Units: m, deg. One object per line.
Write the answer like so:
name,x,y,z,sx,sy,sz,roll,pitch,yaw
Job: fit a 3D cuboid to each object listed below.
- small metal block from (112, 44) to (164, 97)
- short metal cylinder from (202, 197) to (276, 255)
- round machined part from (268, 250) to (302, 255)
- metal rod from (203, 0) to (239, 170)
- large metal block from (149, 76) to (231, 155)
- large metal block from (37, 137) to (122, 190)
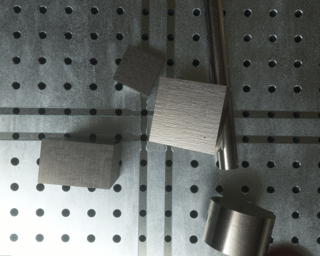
small metal block,-0.028,-0.075,0.413,0.050,0.025,0.050,25,90,0
short metal cylinder,0.097,0.123,0.387,0.080,0.080,0.050,13,90,0
round machined part,0.170,0.217,0.406,0.099,0.042,0.097,0,90,0
metal rod,0.078,-0.095,0.413,0.025,0.025,0.298,-6,90,0
large metal block,0.039,-0.016,0.388,0.080,0.050,0.079,11,94,18
large metal block,-0.094,0.040,0.385,0.081,0.080,0.050,5,90,0
